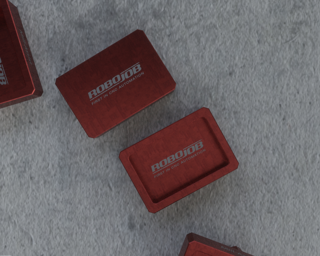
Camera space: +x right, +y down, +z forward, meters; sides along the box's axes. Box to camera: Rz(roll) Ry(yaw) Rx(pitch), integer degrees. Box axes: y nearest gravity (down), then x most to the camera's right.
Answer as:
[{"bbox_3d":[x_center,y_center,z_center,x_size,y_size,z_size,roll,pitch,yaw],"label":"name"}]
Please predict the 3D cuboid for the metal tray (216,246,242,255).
[{"bbox_3d":[0.056,0.218,0.408,0.131,0.030,0.089,-13,90,-1],"label":"metal tray"}]

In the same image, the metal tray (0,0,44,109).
[{"bbox_3d":[-0.219,-0.093,0.404,0.090,0.030,0.129,-17,90,-1],"label":"metal tray"}]

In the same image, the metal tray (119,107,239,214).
[{"bbox_3d":[0.024,0.041,0.407,0.130,0.030,0.090,-28,90,-1],"label":"metal tray"}]

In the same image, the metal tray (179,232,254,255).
[{"bbox_3d":[0.080,0.195,0.378,0.131,0.030,0.090,21,90,-1],"label":"metal tray"}]

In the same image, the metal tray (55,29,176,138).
[{"bbox_3d":[-0.056,-0.056,0.407,0.130,0.030,0.090,-32,90,-1],"label":"metal tray"}]
